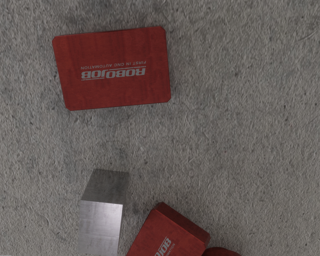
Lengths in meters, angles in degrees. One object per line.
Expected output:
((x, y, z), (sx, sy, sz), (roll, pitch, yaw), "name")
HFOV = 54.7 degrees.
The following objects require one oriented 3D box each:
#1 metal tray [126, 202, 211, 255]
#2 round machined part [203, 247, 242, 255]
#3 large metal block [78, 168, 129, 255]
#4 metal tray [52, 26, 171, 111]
((0.004, 0.187, 0.457), (0.090, 0.030, 0.129), (32, 109, 14), "metal tray")
((0.089, 0.226, 0.482), (0.099, 0.042, 0.097), (-2, 113, -5), "round machined part")
((-0.075, 0.112, 0.421), (0.050, 0.080, 0.079), (7, 110, -3), "large metal block")
((-0.055, -0.073, 0.380), (0.131, 0.030, 0.089), (-5, 110, 1), "metal tray")
